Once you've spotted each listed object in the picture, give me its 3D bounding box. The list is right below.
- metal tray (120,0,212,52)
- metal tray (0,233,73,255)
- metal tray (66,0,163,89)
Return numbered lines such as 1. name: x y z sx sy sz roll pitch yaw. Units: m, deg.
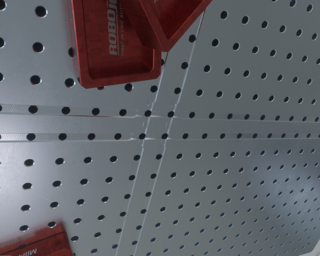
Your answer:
1. metal tray: 0.018 -0.148 0.288 0.130 0.030 0.090 -52 143 -15
2. metal tray: -0.186 0.209 0.434 0.131 0.030 0.089 -16 125 -19
3. metal tray: -0.044 -0.110 0.314 0.091 0.030 0.129 -12 124 -22
